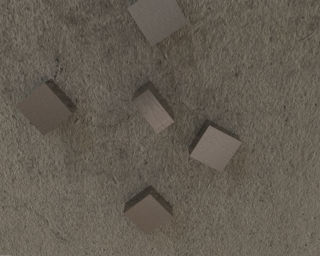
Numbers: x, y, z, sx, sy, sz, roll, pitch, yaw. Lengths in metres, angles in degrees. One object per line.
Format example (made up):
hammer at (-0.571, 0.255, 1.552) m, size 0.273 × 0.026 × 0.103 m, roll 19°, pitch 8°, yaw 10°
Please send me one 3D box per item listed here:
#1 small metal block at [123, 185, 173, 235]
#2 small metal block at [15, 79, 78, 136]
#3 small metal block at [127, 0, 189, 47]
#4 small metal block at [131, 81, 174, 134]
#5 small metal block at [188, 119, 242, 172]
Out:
small metal block at (-0.017, 0.120, 0.454) m, size 0.050 × 0.025 × 0.050 m, roll -38°, pitch 106°, yaw 13°
small metal block at (-0.145, -0.027, 0.398) m, size 0.050 × 0.025 × 0.050 m, roll -35°, pitch 107°, yaw 12°
small metal block at (-0.002, -0.131, 0.361) m, size 0.050 × 0.025 × 0.050 m, roll -31°, pitch 108°, yaw 10°
small metal block at (-0.008, -0.028, 0.386) m, size 0.025 × 0.050 × 0.050 m, roll -35°, pitch 107°, yaw 12°
small metal block at (0.073, 0.024, 0.419) m, size 0.050 × 0.025 × 0.050 m, roll 27°, pitch 108°, yaw -10°
